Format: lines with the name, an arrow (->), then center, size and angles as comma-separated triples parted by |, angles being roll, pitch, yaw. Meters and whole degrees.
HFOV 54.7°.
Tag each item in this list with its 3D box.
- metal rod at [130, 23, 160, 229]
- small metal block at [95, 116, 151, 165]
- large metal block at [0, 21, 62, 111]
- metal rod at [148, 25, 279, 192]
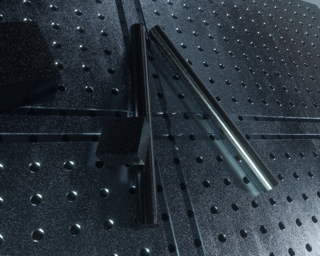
metal rod -> -0.024, -0.023, 0.409 | 0.025, 0.025, 0.299 | 9, 58, -23
small metal block -> -0.041, 0.015, 0.360 | 0.050, 0.025, 0.050 | -3, 54, 16
large metal block -> -0.167, -0.069, 0.344 | 0.081, 0.050, 0.080 | -17, 71, -35
metal rod -> 0.075, -0.036, 0.470 | 0.025, 0.025, 0.299 | -27, 76, -37
